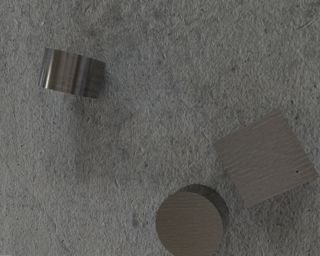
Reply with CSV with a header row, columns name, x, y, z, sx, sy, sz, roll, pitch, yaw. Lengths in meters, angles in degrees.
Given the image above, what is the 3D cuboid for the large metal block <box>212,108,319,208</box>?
name,x,y,z,sx,sy,sz,roll,pitch,yaw
large metal block,0.119,0.033,0.354,0.080,0.050,0.080,-30,80,17

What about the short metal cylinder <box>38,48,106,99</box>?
name,x,y,z,sx,sy,sz,roll,pitch,yaw
short metal cylinder,-0.119,-0.073,0.422,0.080,0.080,0.050,15,95,19

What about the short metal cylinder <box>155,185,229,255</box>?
name,x,y,z,sx,sy,sz,roll,pitch,yaw
short metal cylinder,0.041,0.113,0.381,0.080,0.050,0.079,0,90,20
